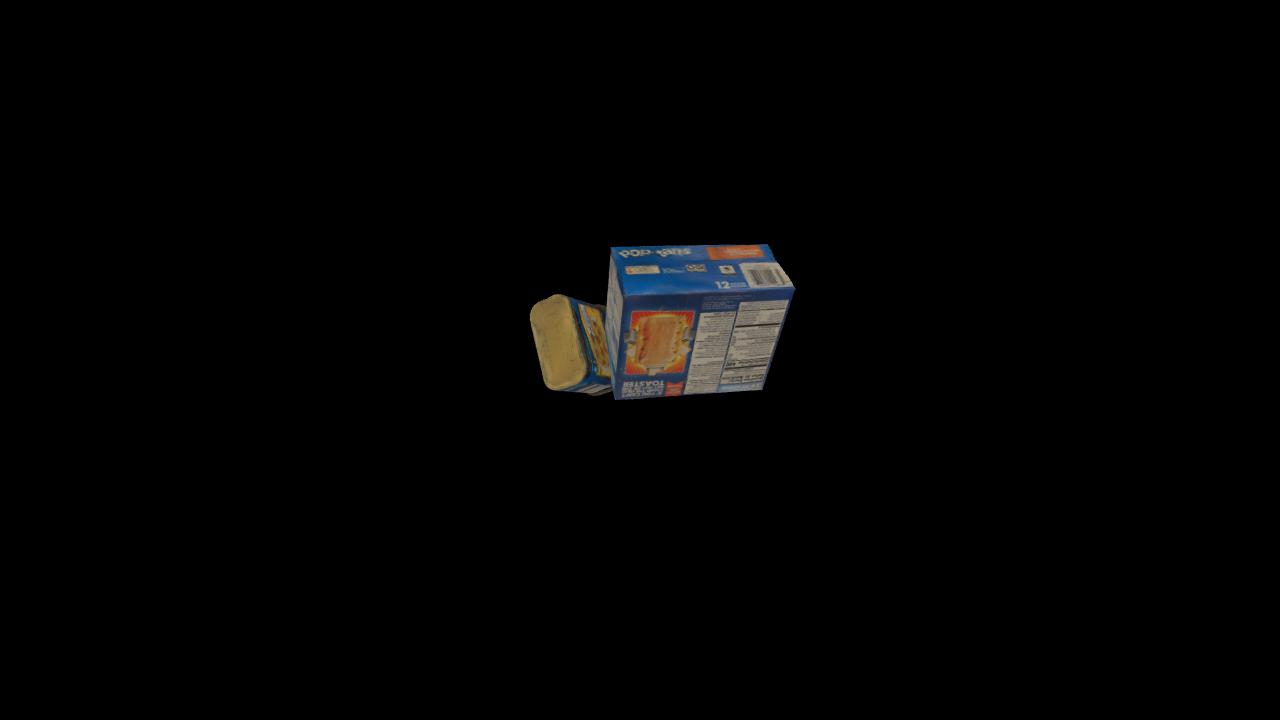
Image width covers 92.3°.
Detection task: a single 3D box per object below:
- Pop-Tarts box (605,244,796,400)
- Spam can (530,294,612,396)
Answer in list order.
[{"bbox_3d":[0.052,-0.039,0.636,0.167,0.141,0.083,-3,43,-11],"label":"Pop-Tarts box"},{"bbox_3d":[-0.066,-0.015,0.656,0.058,0.101,0.085,-20,-13,22],"label":"Spam can"}]
